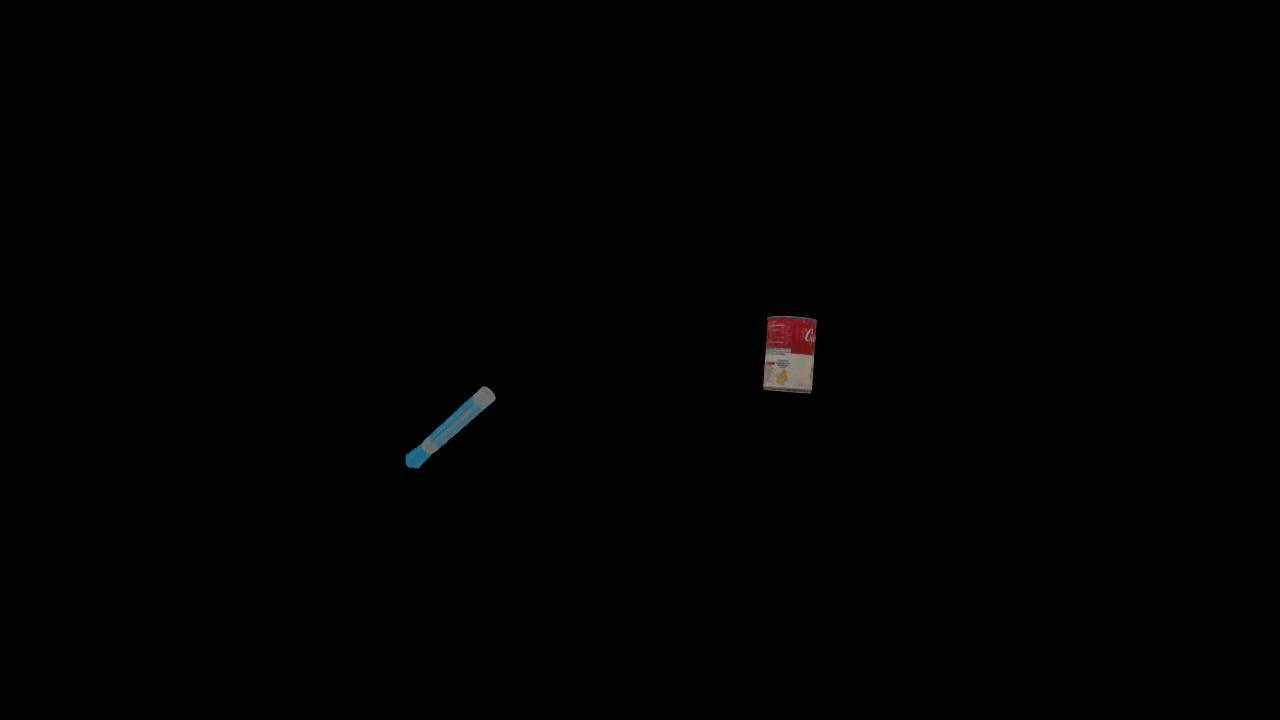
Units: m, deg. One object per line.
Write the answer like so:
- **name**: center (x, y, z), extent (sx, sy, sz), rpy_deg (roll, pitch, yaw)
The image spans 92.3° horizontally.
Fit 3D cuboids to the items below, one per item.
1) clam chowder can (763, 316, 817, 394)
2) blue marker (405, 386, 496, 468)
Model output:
- **clam chowder can**: center (0.207, -0.007, 0.850), extent (0.068, 0.102, 0.068), rpy_deg (5, -2, 0)
- **blue marker**: center (-0.197, 0.072, 0.633), extent (0.121, 0.020, 0.020), rpy_deg (-41, -10, 12)
